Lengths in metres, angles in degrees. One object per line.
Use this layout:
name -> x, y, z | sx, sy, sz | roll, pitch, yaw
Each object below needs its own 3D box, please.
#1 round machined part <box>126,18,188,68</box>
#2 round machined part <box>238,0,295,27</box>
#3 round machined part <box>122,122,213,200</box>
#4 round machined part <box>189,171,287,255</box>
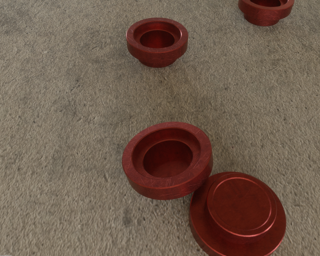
round machined part -> -0.004, -0.135, 0.506 | 0.099, 0.042, 0.098 | 0, 50, 0
round machined part -> 0.197, -0.229, 0.586 | 0.099, 0.042, 0.098 | 0, 50, 0
round machined part -> 0.010, 0.041, 0.349 | 0.098, 0.042, 0.098 | -8, 41, 8
round machined part -> 0.081, 0.086, 0.320 | 0.099, 0.042, 0.098 | 0, 50, 0
